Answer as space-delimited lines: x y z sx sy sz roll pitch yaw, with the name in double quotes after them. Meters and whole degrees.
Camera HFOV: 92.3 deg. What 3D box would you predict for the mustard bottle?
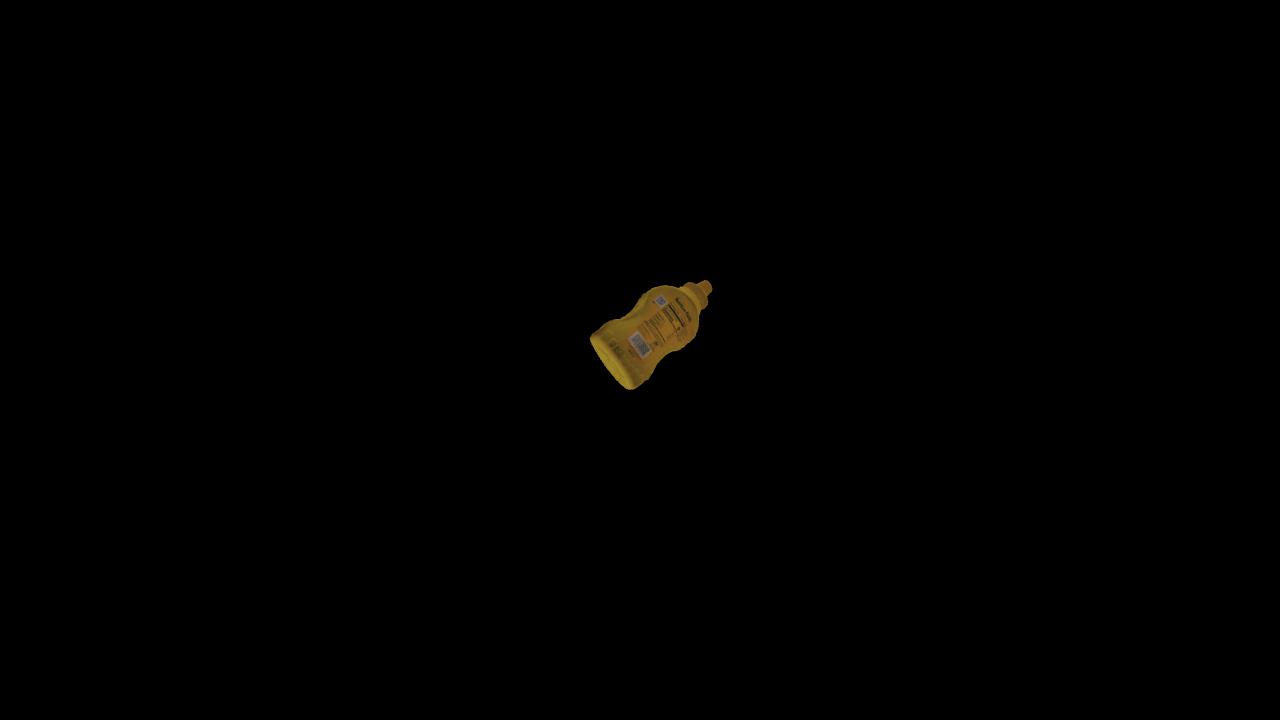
0.029 -0.049 0.818 0.184 0.092 0.054 -40 8 -19 "mustard bottle"
